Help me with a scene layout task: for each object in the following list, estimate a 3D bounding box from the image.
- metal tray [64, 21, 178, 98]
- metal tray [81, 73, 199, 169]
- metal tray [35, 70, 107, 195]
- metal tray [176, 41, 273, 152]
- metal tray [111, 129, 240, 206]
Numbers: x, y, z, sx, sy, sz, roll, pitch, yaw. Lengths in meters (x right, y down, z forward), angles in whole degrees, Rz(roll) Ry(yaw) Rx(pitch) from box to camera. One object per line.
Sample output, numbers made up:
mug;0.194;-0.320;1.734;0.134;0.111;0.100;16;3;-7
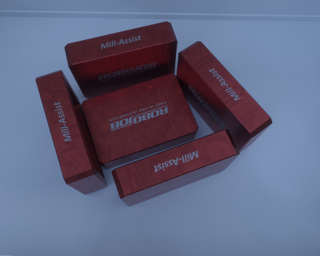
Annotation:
metal tray;-0.046;-0.085;0.404;0.131;0.090;0.030;-15;71;-6
metal tray;-0.027;-0.011;0.408;0.131;0.030;0.090;-19;71;-7
metal tray;-0.103;0.008;0.369;0.030;0.090;0.130;-20;72;-7
metal tray;0.072;-0.034;0.387;0.030;0.090;0.130;-35;74;-11
metal tray;0.017;0.049;0.355;0.131;0.090;0.030;-19;72;-7
